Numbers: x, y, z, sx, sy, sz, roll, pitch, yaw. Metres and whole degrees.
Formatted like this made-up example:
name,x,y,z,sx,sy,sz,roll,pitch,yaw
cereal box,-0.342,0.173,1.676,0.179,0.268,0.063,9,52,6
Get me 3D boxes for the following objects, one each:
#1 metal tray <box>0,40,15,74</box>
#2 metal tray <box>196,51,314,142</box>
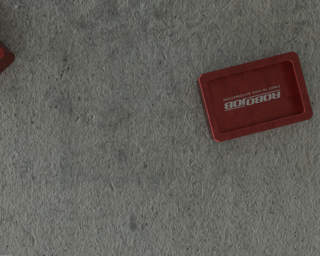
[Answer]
name,x,y,z,sx,sy,sz,roll,pitch,yaw
metal tray,-0.271,-0.110,0.404,0.090,0.030,0.130,-44,90,0
metal tray,0.122,-0.040,0.408,0.131,0.030,0.090,-14,90,0
